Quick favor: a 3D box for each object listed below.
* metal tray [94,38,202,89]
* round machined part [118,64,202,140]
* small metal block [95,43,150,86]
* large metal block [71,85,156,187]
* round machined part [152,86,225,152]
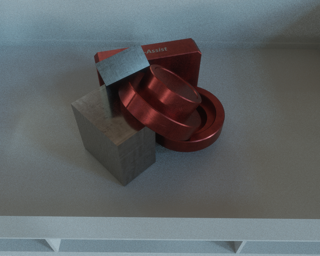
[{"bbox_3d":[-0.015,-0.066,0.415,0.131,0.089,0.030,-12,52,-10],"label":"metal tray"},{"bbox_3d":[0.007,-0.034,0.346,0.098,0.042,0.098,30,24,-15],"label":"round machined part"},{"bbox_3d":[-0.043,-0.070,0.341,0.050,0.025,0.050,-27,16,-6],"label":"small metal block"},{"bbox_3d":[-0.051,0.008,0.361,0.050,0.080,0.080,-37,59,-27],"label":"large metal block"},{"bbox_3d":[0.031,-0.008,0.401,0.099,0.042,0.098,0,50,0],"label":"round machined part"}]
